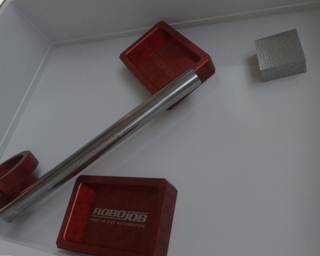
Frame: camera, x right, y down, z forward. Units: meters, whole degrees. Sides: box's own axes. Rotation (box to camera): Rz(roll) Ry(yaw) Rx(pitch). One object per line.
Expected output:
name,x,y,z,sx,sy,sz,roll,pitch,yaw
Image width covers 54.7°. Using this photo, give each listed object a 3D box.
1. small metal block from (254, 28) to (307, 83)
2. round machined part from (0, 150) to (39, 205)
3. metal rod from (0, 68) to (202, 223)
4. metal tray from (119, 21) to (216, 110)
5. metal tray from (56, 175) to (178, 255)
small metal block,0.148,-0.089,0.383,0.050,0.025,0.050,-13,56,21
round machined part,-0.214,0.078,0.438,0.098,0.042,0.098,-27,20,11
metal rod,-0.077,0.023,0.394,0.300,0.025,0.025,-36,51,2
metal tray,0.007,-0.096,0.456,0.090,0.030,0.130,-40,51,0
metal tray,-0.051,0.104,0.363,0.130,0.030,0.090,-2,61,26
